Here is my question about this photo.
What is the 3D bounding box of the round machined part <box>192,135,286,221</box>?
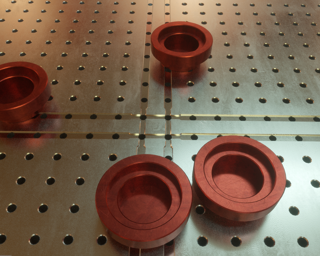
[{"bbox_3d":[0.085,0.059,0.348,0.099,0.042,0.098,0,50,0],"label":"round machined part"}]

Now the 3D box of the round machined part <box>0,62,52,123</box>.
[{"bbox_3d":[-0.202,-0.046,0.433,0.099,0.042,0.098,0,50,0],"label":"round machined part"}]

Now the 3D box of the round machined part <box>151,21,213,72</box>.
[{"bbox_3d":[0.035,-0.129,0.506,0.099,0.042,0.098,0,50,0],"label":"round machined part"}]

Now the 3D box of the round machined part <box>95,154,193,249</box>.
[{"bbox_3d":[-0.016,0.079,0.330,0.099,0.042,0.098,0,50,0],"label":"round machined part"}]
